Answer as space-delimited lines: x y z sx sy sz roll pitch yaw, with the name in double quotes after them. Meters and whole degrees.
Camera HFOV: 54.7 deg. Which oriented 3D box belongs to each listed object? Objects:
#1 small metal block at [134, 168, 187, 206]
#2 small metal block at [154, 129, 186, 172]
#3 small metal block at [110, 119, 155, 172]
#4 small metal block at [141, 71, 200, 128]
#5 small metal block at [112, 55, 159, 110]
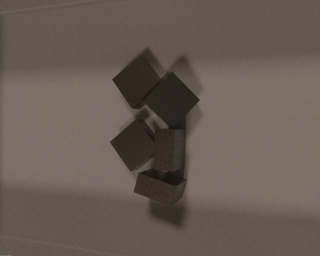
0.002 0.074 0.396 0.050 0.050 0.025 16 96 19 "small metal block"
0.013 0.026 0.392 0.025 0.050 0.050 2 91 20 "small metal block"
-0.031 0.023 0.420 0.050 0.025 0.050 -40 78 15 "small metal block"
0.013 -0.035 0.389 0.050 0.025 0.050 44 90 -14 "small metal block"
-0.028 -0.061 0.419 0.050 0.025 0.050 -38 78 15 "small metal block"
